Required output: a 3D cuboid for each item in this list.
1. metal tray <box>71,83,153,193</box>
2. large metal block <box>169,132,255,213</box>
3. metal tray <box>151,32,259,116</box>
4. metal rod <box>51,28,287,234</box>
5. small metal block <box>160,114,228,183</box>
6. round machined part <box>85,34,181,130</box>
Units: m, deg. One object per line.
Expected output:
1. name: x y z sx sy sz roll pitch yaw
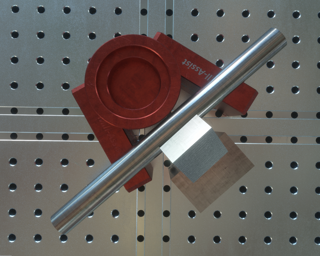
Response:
1. metal tray: -0.053 0.008 0.380 0.030 0.090 0.130 -29 90 0
2. large metal block: 0.058 0.049 0.383 0.080 0.080 0.050 -41 91 0
3. metal tray: 0.046 -0.061 0.380 0.130 0.090 0.030 31 91 -1
4. metal rod: 0.010 0.003 0.323 0.300 0.025 0.025 -41 91 -1
5. small metal block: 0.036 0.023 0.320 0.050 0.050 0.025 -43 46 0
6. round machined part: -0.028 -0.047 0.336 0.099 0.042 0.097 0 90 -1
